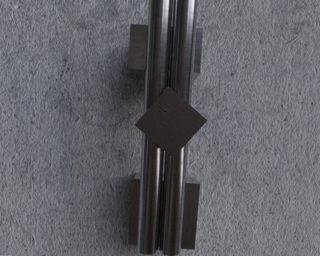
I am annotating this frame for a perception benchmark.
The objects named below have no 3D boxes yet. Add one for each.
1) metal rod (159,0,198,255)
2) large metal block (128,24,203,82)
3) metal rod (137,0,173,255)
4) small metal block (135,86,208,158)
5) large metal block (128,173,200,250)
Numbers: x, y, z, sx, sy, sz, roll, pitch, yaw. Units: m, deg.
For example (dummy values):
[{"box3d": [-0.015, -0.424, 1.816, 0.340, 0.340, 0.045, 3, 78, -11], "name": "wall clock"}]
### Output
[{"box3d": [0.020, -0.007, 0.338, 0.025, 0.025, 0.298, 3, 97, 0], "name": "metal rod"}, {"box3d": [0.006, -0.089, 0.384, 0.080, 0.080, 0.050, 3, 90, 0], "name": "large metal block"}, {"box3d": [-0.006, -0.008, 0.338, 0.025, 0.025, 0.298, 3, 97, 0], "name": "metal rod"}, {"box3d": [0.011, -0.007, 0.314, 0.050, 0.025, 0.050, 41, 95, -6], "name": "small metal block"}, {"box3d": [0.005, 0.104, 0.398, 0.080, 0.050, 0.080, 5, 90, 0], "name": "large metal block"}]
